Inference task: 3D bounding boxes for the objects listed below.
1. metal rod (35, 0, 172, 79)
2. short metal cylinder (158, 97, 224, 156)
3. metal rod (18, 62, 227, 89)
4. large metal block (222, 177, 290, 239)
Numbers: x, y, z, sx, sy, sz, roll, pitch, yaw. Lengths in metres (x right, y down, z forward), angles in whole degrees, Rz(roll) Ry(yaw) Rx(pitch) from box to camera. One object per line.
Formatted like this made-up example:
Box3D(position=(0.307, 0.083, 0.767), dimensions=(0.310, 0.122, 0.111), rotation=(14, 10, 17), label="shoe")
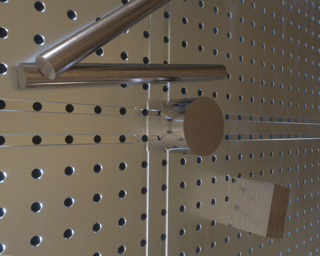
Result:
Box3D(position=(-0.023, -0.146, 0.374), dimensions=(0.301, 0.025, 0.025), rotation=(-47, 119, -36), label="metal rod")
Box3D(position=(0.044, -0.002, 0.432), dimensions=(0.081, 0.050, 0.079), rotation=(0, 90, -40), label="short metal cylinder")
Box3D(position=(-0.018, -0.069, 0.395), dimensions=(0.302, 0.025, 0.025), rotation=(-9, 96, -40), label="metal rod")
Box3D(position=(0.157, 0.129, 0.509), dimensions=(0.050, 0.080, 0.080), rotation=(22, 76, -38), label="large metal block")
